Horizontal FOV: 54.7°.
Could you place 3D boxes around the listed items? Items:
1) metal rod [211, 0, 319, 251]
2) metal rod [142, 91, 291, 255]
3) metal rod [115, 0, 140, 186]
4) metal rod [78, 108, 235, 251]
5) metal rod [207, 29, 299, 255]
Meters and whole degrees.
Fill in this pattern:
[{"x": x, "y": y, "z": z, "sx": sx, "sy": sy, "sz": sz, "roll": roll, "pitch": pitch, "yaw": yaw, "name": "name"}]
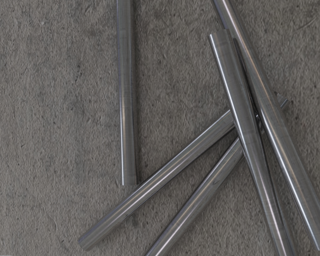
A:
[{"x": 0.118, "y": -0.023, "z": 0.339, "sx": 0.025, "sy": 0.025, "sz": 0.299, "roll": -23, "pitch": 74, "yaw": 18, "name": "metal rod"}, {"x": 0.055, "y": 0.082, "z": 0.389, "sx": 0.025, "sy": 0.025, "sz": 0.299, "roll": 39, "pitch": 102, "yaw": 16, "name": "metal rod"}, {"x": -0.045, "y": -0.073, "z": 0.424, "sx": 0.025, "sy": 0.025, "sz": 0.298, "roll": -2, "pitch": 89, "yaw": 20, "name": "metal rod"}, {"x": -0.001, "y": 0.069, "z": 0.409, "sx": 0.299, "sy": 0.025, "sz": 0.025, "roll": -42, "pitch": 77, "yaw": 15, "name": "metal rod"}, {"x": 0.110, "y": 0.038, "z": 0.347, "sx": 0.025, "sy": 0.025, "sz": 0.298, "roll": -17, "pitch": 93, "yaw": 19, "name": "metal rod"}]
